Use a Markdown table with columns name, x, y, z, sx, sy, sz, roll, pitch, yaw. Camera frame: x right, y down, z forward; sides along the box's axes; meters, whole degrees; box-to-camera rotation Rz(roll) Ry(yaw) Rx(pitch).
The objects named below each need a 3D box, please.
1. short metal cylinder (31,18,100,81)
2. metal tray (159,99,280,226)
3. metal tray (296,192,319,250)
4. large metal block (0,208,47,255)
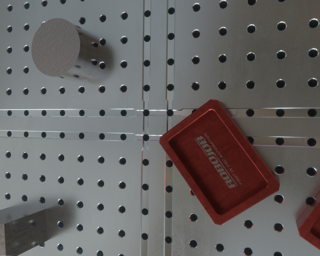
| name | x | y | z | sx | sy | sz | roll | pitch | yaw |
| --- | --- | --- | --- | --- | --- | --- | --- | --- | --- |
| short metal cylinder | -0.135 | -0.110 | 0.447 | 0.080 | 0.050 | 0.079 | 0 | 90 | 20 |
| metal tray | 0.072 | 0.041 | 0.384 | 0.090 | 0.030 | 0.130 | -38 | 78 | 16 |
| metal tray | 0.229 | 0.114 | 0.328 | 0.130 | 0.030 | 0.090 | 35 | 101 | 16 |
| large metal block | -0.231 | 0.156 | 0.465 | 0.080 | 0.080 | 0.050 | -4 | 89 | 20 |
